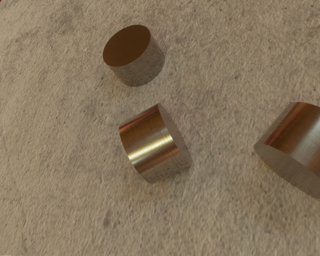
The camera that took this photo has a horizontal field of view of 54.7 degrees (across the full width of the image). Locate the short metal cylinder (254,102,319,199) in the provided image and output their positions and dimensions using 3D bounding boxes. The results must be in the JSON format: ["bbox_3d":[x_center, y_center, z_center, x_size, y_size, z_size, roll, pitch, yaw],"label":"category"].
[{"bbox_3d":[0.136,0.021,0.284,0.050,0.080,0.080,-49,52,-6],"label":"short metal cylinder"}]

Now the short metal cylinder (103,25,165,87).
[{"bbox_3d":[-0.040,-0.110,0.475,0.080,0.050,0.080,-13,56,20],"label":"short metal cylinder"}]

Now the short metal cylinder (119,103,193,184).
[{"bbox_3d":[-0.004,0.018,0.359,0.050,0.080,0.080,-29,52,10],"label":"short metal cylinder"}]
